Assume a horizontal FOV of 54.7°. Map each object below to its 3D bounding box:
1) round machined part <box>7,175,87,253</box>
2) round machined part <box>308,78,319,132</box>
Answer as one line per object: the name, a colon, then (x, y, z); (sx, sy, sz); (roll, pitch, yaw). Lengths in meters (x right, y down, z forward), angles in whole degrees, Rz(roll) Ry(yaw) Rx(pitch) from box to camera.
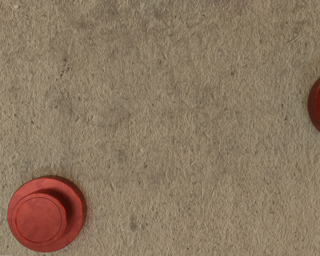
round machined part: (-0.149, 0.113, 0.400); (0.099, 0.042, 0.097); (0, 90, 0)
round machined part: (0.241, -0.030, 0.403); (0.099, 0.042, 0.097); (0, 90, 0)
